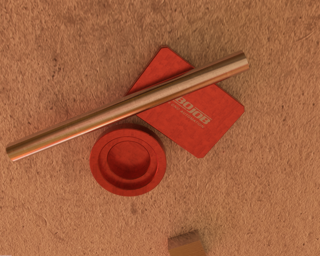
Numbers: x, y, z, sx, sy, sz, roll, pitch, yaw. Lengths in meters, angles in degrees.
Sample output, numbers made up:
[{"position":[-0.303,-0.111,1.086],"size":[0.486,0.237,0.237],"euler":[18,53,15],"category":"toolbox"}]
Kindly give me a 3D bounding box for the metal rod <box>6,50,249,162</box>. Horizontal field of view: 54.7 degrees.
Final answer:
[{"position":[-0.044,-0.023,0.368],"size":[0.301,0.025,0.025],"euler":[-21,109,7],"category":"metal rod"}]

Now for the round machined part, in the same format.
[{"position":[-0.041,0.039,0.414],"size":[0.099,0.042,0.097],"euler":[0,110,-1],"category":"round machined part"}]

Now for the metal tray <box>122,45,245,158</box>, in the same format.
[{"position":[0.029,-0.032,0.396],"size":[0.130,0.030,0.090],"euler":[35,106,-13],"category":"metal tray"}]

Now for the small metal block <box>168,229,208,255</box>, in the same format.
[{"position":[0.044,0.192,0.481],"size":[0.050,0.025,0.050],"euler":[-20,109,7],"category":"small metal block"}]
